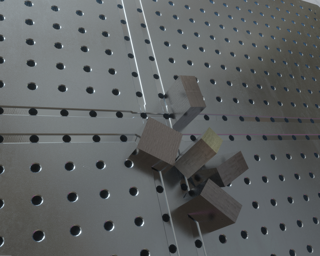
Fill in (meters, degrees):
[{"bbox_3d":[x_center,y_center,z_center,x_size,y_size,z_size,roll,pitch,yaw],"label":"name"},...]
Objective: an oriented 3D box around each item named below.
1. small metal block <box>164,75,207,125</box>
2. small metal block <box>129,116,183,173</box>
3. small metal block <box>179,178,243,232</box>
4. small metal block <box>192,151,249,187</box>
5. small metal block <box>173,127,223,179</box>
[{"bbox_3d":[0.034,-0.038,0.433,0.025,0.050,0.050,-3,63,-29],"label":"small metal block"},{"bbox_3d":[-0.004,0.021,0.393,0.050,0.025,0.050,28,52,-11],"label":"small metal block"},{"bbox_3d":[0.059,0.093,0.367,0.050,0.050,0.025,39,51,-2],"label":"small metal block"},{"bbox_3d":[0.075,0.054,0.396,0.050,0.050,0.025,-26,92,-37],"label":"small metal block"},{"bbox_3d":[0.049,0.030,0.388,0.025,0.050,0.050,45,25,3],"label":"small metal block"}]
